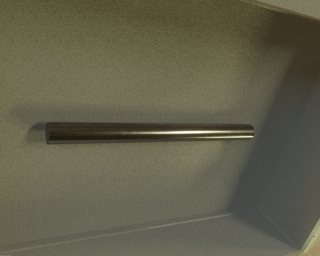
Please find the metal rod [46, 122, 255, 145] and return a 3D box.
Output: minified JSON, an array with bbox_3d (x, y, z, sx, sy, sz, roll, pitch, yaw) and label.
[{"bbox_3d":[0.008,0.006,0.416,0.303,0.025,0.025,0,118,-29],"label":"metal rod"}]
